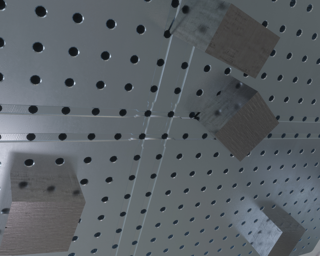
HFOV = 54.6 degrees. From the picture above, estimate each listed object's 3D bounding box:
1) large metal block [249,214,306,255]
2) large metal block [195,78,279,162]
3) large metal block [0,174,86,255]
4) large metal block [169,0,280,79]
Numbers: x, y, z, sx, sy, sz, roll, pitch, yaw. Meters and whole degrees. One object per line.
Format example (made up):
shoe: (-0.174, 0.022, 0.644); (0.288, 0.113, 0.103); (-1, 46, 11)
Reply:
large metal block: (0.258, 0.239, 0.682); (0.081, 0.050, 0.080); (8, 114, -32)
large metal block: (0.112, -0.011, 0.449); (0.080, 0.050, 0.080); (-46, 129, 4)
large metal block: (-0.147, 0.105, 0.380); (0.081, 0.050, 0.080); (10, 114, -33)
large metal block: (0.070, -0.105, 0.348); (0.080, 0.080, 0.050); (16, 110, -35)
